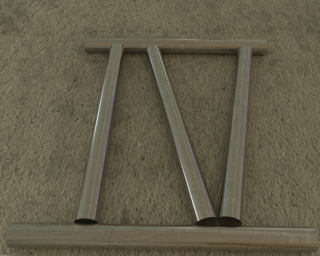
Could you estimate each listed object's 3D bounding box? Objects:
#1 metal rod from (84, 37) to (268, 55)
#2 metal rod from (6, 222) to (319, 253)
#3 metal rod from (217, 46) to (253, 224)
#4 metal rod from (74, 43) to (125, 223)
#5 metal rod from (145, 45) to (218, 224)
[{"bbox_3d":[0.026,-0.138,0.521,0.302,0.025,0.025,1,50,0],"label":"metal rod"},{"bbox_3d":[0.002,0.110,0.311,0.302,0.025,0.025,1,50,0],"label":"metal rod"},{"bbox_3d":[0.106,-0.014,0.416,0.025,0.025,0.300,10,51,8],"label":"metal rod"},{"bbox_3d":[-0.073,-0.016,0.416,0.025,0.025,0.300,1,50,0],"label":"metal rod"},{"bbox_3d":[0.018,-0.014,0.416,0.025,0.025,0.300,-9,51,-8],"label":"metal rod"}]
